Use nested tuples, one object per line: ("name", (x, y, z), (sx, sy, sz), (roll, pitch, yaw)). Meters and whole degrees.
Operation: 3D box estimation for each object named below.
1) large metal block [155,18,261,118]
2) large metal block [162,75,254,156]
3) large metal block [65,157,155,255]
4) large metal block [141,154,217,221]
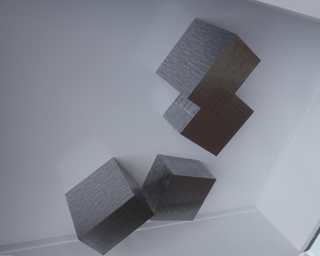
("large metal block", (0.052, -0.071, 0.359), (0.050, 0.080, 0.080), (30, 102, -38))
("large metal block", (0.065, -0.019, 0.418), (0.080, 0.050, 0.080), (31, 101, -39))
("large metal block", (-0.067, 0.098, 0.399), (0.080, 0.080, 0.050), (-38, 130, -3))
("large metal block", (0.024, 0.091, 0.464), (0.081, 0.050, 0.079), (12, 112, -34))
